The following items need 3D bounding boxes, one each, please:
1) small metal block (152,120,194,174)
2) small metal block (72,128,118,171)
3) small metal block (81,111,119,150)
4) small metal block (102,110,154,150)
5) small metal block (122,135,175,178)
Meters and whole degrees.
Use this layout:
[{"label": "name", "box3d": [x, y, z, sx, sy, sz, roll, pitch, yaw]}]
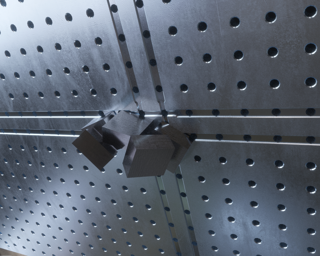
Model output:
[{"label": "small metal block", "box3d": [0.011, 0.026, 0.421, 0.050, 0.025, 0.050, 31, 128, 7]}, {"label": "small metal block", "box3d": [-0.086, 0.027, 0.419, 0.025, 0.050, 0.050, -45, 94, 1]}, {"label": "small metal block", "box3d": [-0.080, 0.009, 0.457, 0.050, 0.025, 0.050, -21, 108, 35]}, {"label": "small metal block", "box3d": [-0.043, 0.004, 0.418, 0.050, 0.050, 0.025, 17, 125, 18]}, {"label": "small metal block", "box3d": [-0.015, 0.035, 0.389, 0.050, 0.025, 0.050, 0, 131, -25]}]
